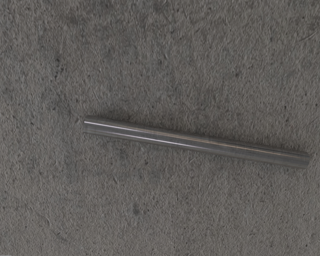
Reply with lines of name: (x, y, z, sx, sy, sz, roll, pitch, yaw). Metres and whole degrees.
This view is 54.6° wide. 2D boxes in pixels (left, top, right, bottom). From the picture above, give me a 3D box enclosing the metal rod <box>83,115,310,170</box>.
metal rod: (0.051, 0.020, 0.417, 0.302, 0.025, 0.025, 10, 110, -4)
